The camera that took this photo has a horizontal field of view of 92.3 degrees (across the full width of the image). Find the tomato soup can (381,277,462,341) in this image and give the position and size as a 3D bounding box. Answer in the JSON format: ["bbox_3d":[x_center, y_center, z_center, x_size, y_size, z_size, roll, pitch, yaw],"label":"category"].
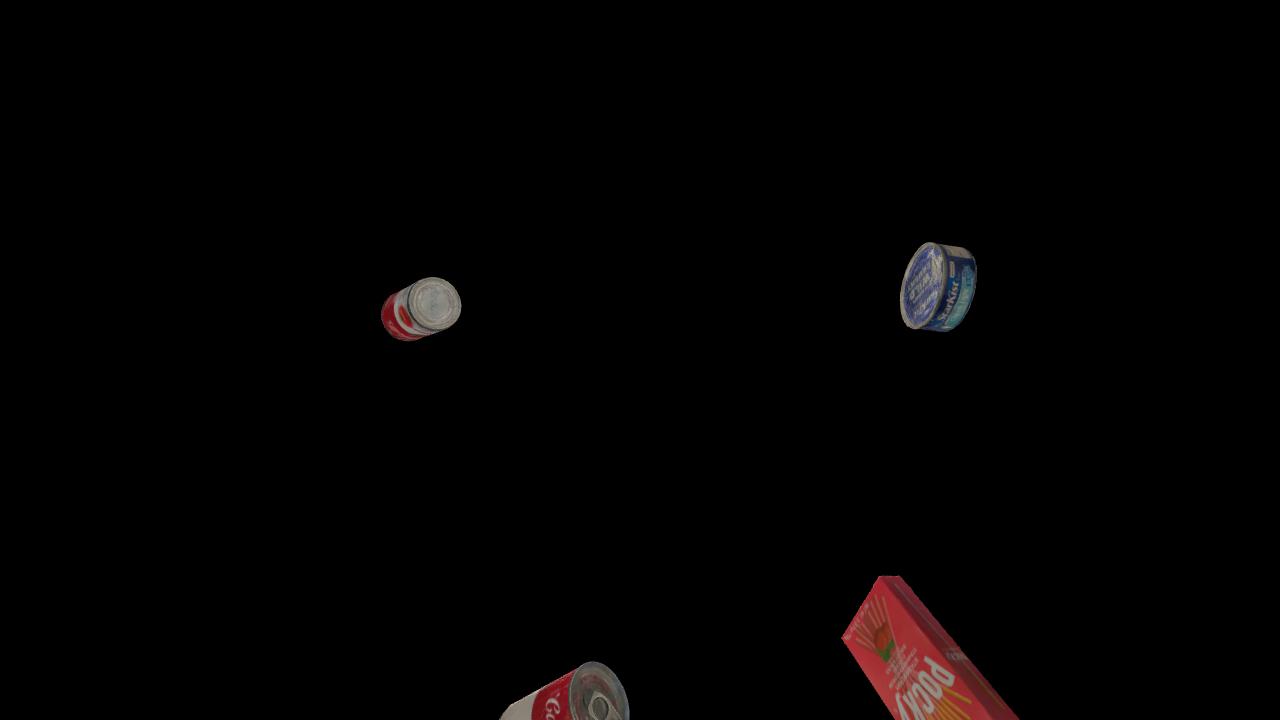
[{"bbox_3d":[-0.274,-0.063,0.772,0.068,0.068,0.101,0,-6,-40],"label":"tomato soup can"}]

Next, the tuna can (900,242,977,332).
[{"bbox_3d":[0.286,-0.069,0.593,0.034,0.084,0.084,8,0,-2],"label":"tuna can"}]

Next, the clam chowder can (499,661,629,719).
[{"bbox_3d":[-0.068,0.313,0.529,0.102,0.068,0.068,-39,-19,25],"label":"clam chowder can"}]

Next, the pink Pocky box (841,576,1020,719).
[{"bbox_3d":[0.238,0.269,0.518,0.029,0.084,0.155,9,25,-22],"label":"pink Pocky box"}]
